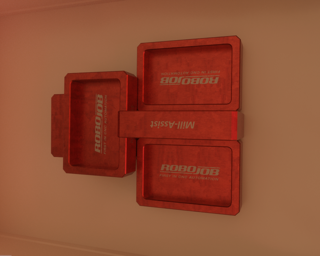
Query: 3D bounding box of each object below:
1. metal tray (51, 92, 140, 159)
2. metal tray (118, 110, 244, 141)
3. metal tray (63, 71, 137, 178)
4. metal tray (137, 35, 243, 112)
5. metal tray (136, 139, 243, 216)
[{"bbox_3d":[-0.090,-0.003,0.435,0.130,0.030,0.089,0,90,19],"label":"metal tray"},{"bbox_3d":[0.028,-0.004,0.363,0.130,0.090,0.030,1,91,19],"label":"metal tray"},{"bbox_3d":[-0.078,-0.005,0.399,0.090,0.030,0.129,1,90,19],"label":"metal tray"},{"bbox_3d":[0.036,-0.064,0.393,0.130,0.030,0.089,1,90,19],"label":"metal tray"},{"bbox_3d":[0.036,0.057,0.393,0.130,0.030,0.089,1,90,19],"label":"metal tray"}]
